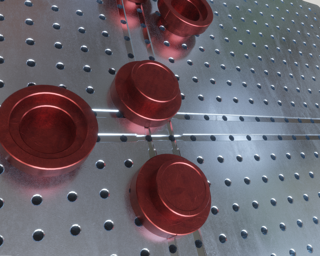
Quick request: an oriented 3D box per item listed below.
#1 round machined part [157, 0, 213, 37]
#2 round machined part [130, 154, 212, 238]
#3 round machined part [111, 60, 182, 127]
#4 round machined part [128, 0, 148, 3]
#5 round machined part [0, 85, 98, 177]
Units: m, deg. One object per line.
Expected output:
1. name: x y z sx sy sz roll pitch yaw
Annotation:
1. round machined part: 0.040 -0.199 0.539 0.099 0.042 0.098 13 56 -21
2. round machined part: 0.019 0.074 0.361 0.099 0.042 0.098 13 56 -21
3. round machined part: -0.013 -0.053 0.422 0.099 0.042 0.098 13 56 -21
4. round machined part: -0.040 -0.254 0.530 0.099 0.042 0.098 13 56 -21
5. round machined part: -0.119 0.006 0.329 0.099 0.042 0.098 13 56 -21
